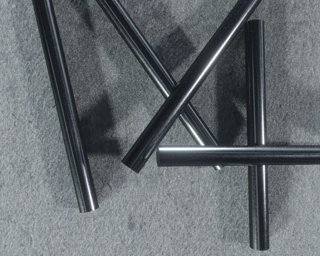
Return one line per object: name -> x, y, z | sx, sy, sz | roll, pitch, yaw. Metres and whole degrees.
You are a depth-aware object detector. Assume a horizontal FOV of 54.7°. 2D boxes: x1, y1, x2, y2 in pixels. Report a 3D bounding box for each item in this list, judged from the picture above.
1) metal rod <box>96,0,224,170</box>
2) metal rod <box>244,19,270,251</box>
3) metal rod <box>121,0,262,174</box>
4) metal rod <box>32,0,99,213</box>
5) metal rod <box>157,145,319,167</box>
metal rod -> -0.003, -0.073, 0.409 | 0.025, 0.025, 0.299 | -35, 90, 0
metal rod -> 0.129, 0.009, 0.411 | 0.025, 0.025, 0.298 | -1, 90, -1
metal rod -> 0.050, -0.073, 0.390 | 0.025, 0.025, 0.300 | 36, 82, -1
metal rod -> -0.126, -0.038, 0.408 | 0.025, 0.025, 0.298 | -13, 90, 0
metal rod -> 0.147, 0.034, 0.388 | 0.302, 0.025, 0.025 | 1, 90, -10
